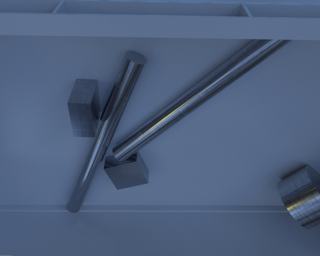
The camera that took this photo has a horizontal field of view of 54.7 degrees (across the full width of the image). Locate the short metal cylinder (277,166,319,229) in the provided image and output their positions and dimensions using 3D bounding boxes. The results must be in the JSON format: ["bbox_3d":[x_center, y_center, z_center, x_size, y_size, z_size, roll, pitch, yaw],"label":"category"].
[{"bbox_3d":[0.224,0.103,0.465,0.080,0.080,0.050,34,122,-26],"label":"short metal cylinder"}]

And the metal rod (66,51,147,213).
[{"bbox_3d":[-0.086,0.027,0.430,0.025,0.025,0.298,18,128,-15],"label":"metal rod"}]

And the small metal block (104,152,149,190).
[{"bbox_3d":[-0.049,0.063,0.462,0.050,0.025,0.050,-14,129,11],"label":"small metal block"}]

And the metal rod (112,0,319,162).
[{"bbox_3d":[0.051,-0.043,0.373,0.299,0.025,0.025,-36,122,26],"label":"metal rod"}]

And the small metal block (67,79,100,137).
[{"bbox_3d":[-0.089,-0.024,0.371,0.025,0.050,0.050,2,130,-2],"label":"small metal block"}]
